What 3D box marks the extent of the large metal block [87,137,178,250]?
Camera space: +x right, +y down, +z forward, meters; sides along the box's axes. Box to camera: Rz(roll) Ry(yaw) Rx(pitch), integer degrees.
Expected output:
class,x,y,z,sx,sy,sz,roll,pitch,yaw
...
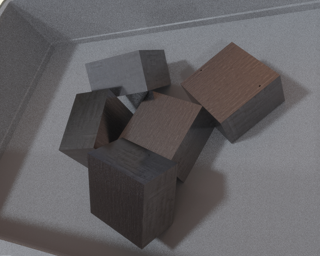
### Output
class,x,y,z,sx,sy,sz,roll,pitch,yaw
large metal block,-0.031,0.067,0.334,0.080,0.079,0.050,22,31,34

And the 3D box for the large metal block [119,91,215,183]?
class,x,y,z,sx,sy,sz,roll,pitch,yaw
large metal block,0.007,0.008,0.379,0.080,0.050,0.080,21,73,35

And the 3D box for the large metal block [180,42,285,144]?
class,x,y,z,sx,sy,sz,roll,pitch,yaw
large metal block,0.085,-0.043,0.368,0.080,0.050,0.080,-39,51,1

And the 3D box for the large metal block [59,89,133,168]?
class,x,y,z,sx,sy,sz,roll,pitch,yaw
large metal block,-0.074,0.008,0.401,0.050,0.080,0.080,-5,59,25

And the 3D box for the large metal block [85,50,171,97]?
class,x,y,z,sx,sy,sz,roll,pitch,yaw
large metal block,-0.041,-0.074,0.426,0.080,0.080,0.050,-8,100,25
